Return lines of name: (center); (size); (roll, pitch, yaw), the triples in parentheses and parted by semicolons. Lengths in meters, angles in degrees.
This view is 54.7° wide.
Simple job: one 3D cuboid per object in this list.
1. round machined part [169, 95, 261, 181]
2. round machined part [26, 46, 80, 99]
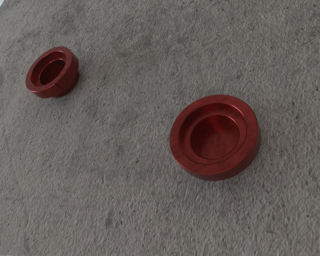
round machined part: (0.064, 0.014, 0.351); (0.098, 0.042, 0.098); (-13, 56, 21)
round machined part: (-0.183, -0.092, 0.546); (0.098, 0.042, 0.098); (-13, 56, 21)
